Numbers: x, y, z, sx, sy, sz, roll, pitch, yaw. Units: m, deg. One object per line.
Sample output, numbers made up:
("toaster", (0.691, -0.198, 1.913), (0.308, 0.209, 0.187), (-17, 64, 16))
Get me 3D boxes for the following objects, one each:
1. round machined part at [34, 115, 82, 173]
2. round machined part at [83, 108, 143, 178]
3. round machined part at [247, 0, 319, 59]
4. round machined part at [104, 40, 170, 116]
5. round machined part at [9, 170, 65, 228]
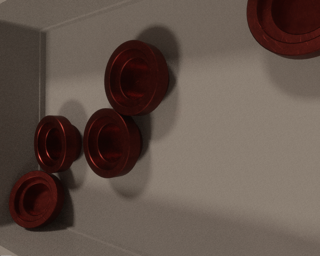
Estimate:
("round machined part", (-0.173, 0.027, 0.535), (0.098, 0.042, 0.097), (0, 90, 39))
("round machined part", (-0.064, 0.021, 0.446), (0.098, 0.042, 0.097), (0, 90, 39))
("round machined part", (0.135, -0.112, 0.284), (0.098, 0.042, 0.097), (0, 90, 39))
("round machined part", (-0.027, -0.065, 0.416), (0.098, 0.042, 0.097), (0, 90, 39))
("round machined part", (-0.213, 0.127, 0.551), (0.098, 0.042, 0.098), (-5, 72, 15))
